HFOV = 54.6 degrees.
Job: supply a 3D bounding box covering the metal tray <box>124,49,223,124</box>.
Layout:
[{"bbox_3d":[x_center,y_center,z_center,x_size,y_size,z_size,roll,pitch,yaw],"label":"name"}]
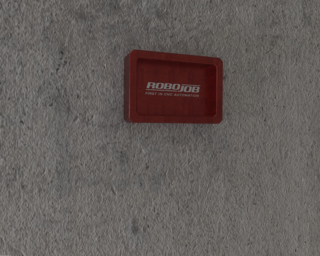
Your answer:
[{"bbox_3d":[0.019,-0.051,0.412,0.131,0.030,0.090,0,90,-20],"label":"metal tray"}]
